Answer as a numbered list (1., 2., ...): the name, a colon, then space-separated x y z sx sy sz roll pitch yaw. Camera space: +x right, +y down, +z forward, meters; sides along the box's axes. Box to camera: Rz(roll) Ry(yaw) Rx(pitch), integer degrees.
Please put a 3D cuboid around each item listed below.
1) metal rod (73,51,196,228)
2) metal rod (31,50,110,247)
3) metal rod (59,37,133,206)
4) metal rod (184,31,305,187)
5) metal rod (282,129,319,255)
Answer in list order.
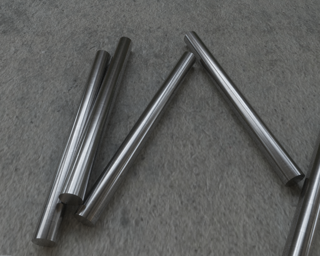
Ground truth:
1. metal rod: -0.016 -0.008 0.409 0.025 0.025 0.301 20 52 15
2. metal rod: -0.103 -0.001 0.402 0.025 0.025 0.300 4 50 2
3. metal rod: -0.075 -0.035 0.419 0.025 0.025 0.300 5 47 4
4. metal rod: 0.104 -0.048 0.444 0.025 0.025 0.299 -15 52 -13
5. metal rod: 0.195 0.040 0.372 0.025 0.025 0.301 24 54 18
